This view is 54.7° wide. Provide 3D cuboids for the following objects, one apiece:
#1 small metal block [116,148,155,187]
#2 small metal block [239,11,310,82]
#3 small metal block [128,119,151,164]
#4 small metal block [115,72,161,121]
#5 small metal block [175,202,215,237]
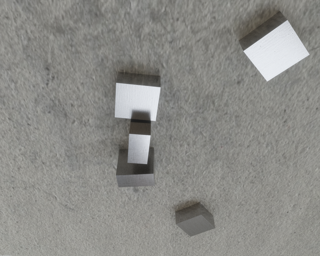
[{"bbox_3d":[-0.033,0.055,0.437,0.050,0.050,0.025,-3,130,2],"label":"small metal block"},{"bbox_3d":[0.123,-0.087,0.335,0.050,0.025,0.050,-34,123,25],"label":"small metal block"},{"bbox_3d":[-0.026,0.011,0.399,0.025,0.050,0.050,5,130,-4],"label":"small metal block"},{"bbox_3d":[-0.027,-0.038,0.375,0.050,0.025,0.050,5,130,-5],"label":"small metal block"},{"bbox_3d":[0.062,0.162,0.547,0.050,0.025,0.050,-27,125,21],"label":"small metal block"}]
